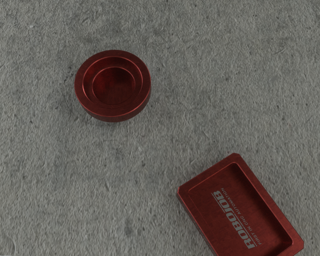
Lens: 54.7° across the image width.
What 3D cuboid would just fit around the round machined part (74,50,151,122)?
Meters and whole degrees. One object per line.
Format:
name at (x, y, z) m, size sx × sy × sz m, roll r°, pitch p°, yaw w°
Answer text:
round machined part at (-0.061, -0.053, 0.418) m, size 0.099 × 0.042 × 0.098 m, roll 0°, pitch 70°, yaw -1°

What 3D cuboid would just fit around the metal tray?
metal tray at (0.091, 0.106, 0.367) m, size 0.090 × 0.030 × 0.130 m, roll -30°, pitch 73°, yaw -11°
